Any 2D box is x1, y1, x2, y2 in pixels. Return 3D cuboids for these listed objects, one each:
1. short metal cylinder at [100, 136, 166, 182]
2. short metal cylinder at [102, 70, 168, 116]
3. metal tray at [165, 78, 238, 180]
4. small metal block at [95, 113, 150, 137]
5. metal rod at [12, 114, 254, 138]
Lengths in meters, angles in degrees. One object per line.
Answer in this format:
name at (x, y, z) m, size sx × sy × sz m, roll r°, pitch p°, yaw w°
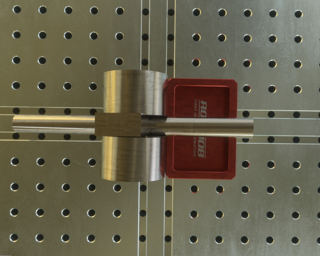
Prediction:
short metal cylinder at (-0.033, 0.035, 0.385) m, size 0.081 × 0.080 × 0.050 m, roll 1°, pitch 90°, yaw 0°
short metal cylinder at (-0.031, -0.040, 0.384) m, size 0.081 × 0.080 × 0.050 m, roll 1°, pitch 90°, yaw 0°
metal tray at (0.053, 0.001, 0.411) m, size 0.091 × 0.030 × 0.129 m, roll 1°, pitch 90°, yaw 0°
small metal block at (-0.041, -0.004, 0.353) m, size 0.050 × 0.050 × 0.025 m, roll 1°, pitch 90°, yaw 8°
metal rod at (-0.040, -0.003, 0.390) m, size 0.301 × 0.025 × 0.025 m, roll 1°, pitch 90°, yaw 8°
